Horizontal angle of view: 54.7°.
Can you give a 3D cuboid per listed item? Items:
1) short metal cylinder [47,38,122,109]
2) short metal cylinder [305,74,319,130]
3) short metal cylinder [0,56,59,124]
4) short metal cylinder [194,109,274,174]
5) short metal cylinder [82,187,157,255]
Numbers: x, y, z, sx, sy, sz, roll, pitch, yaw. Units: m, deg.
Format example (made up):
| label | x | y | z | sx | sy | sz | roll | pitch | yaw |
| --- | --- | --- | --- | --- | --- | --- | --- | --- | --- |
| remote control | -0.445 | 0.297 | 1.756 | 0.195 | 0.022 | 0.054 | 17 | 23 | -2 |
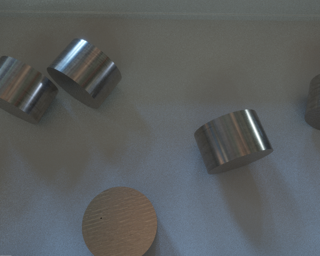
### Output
| label | x | y | z | sx | sy | sz | roll | pitch | yaw |
| --- | --- | --- | --- | --- | --- | --- | --- | --- | --- |
| short metal cylinder | -0.098 | -0.069 | 0.405 | 0.080 | 0.080 | 0.050 | 32 | 73 | 11 |
| short metal cylinder | 0.231 | -0.031 | 0.393 | 0.080 | 0.080 | 0.050 | 16 | 71 | 5 |
| short metal cylinder | -0.180 | -0.047 | 0.396 | 0.080 | 0.080 | 0.050 | 23 | 72 | 8 |
| short metal cylinder | 0.088 | 0.018 | 0.374 | 0.080 | 0.080 | 0.050 | -16 | 71 | -6 |
| short metal cylinder | -0.043 | 0.111 | 0.355 | 0.081 | 0.050 | 0.080 | 0 | 70 | 0 |
